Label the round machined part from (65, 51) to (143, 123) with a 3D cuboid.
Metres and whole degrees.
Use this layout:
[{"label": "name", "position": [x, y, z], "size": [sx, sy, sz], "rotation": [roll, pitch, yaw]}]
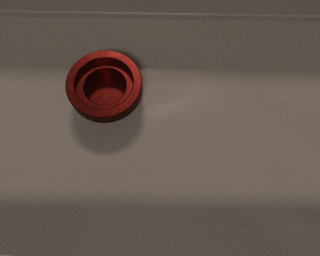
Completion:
[{"label": "round machined part", "position": [-0.073, -0.052, 0.419], "size": [0.099, 0.042, 0.098], "rotation": [0, 70, -1]}]
